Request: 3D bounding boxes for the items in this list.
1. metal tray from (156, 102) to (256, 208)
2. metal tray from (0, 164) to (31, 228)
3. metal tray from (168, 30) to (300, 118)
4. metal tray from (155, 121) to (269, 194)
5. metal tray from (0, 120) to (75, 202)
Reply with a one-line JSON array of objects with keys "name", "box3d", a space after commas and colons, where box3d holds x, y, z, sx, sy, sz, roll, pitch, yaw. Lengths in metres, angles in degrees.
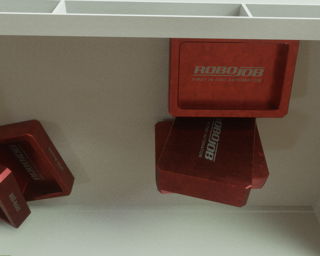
[{"name": "metal tray", "box3d": [0.056, 0.018, 0.344, 0.090, 0.130, 0.030, 11, 131, 11]}, {"name": "metal tray", "box3d": [-0.239, 0.084, 0.433, 0.090, 0.030, 0.129, 24, 141, 12]}, {"name": "metal tray", "box3d": [0.075, -0.058, 0.338, 0.131, 0.030, 0.089, 0, 111, -1]}, {"name": "metal tray", "box3d": [0.060, 0.033, 0.392, 0.131, 0.090, 0.030, -3, 144, 2]}, {"name": "metal tray", "box3d": [-0.192, 0.053, 0.447, 0.090, 0.030, 0.129, -10, 130, 8]}]
